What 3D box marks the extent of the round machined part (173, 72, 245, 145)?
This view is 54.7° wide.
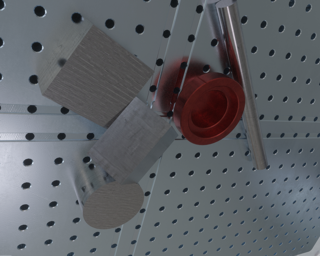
[{"bbox_3d":[0.061,-0.029,0.416,0.099,0.042,0.097,-14,124,-21],"label":"round machined part"}]

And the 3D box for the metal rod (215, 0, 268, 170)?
[{"bbox_3d":[0.128,-0.041,0.455,0.025,0.025,0.299,-32,129,-8],"label":"metal rod"}]

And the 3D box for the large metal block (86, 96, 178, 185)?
[{"bbox_3d":[-0.027,0.018,0.361,0.080,0.050,0.080,-50,168,-1],"label":"large metal block"}]

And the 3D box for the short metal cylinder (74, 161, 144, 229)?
[{"bbox_3d":[-0.068,0.087,0.412,0.081,0.050,0.079,-14,124,-21],"label":"short metal cylinder"}]

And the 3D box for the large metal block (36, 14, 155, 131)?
[{"bbox_3d":[-0.067,-0.056,0.324,0.080,0.050,0.080,32,101,-38],"label":"large metal block"}]
